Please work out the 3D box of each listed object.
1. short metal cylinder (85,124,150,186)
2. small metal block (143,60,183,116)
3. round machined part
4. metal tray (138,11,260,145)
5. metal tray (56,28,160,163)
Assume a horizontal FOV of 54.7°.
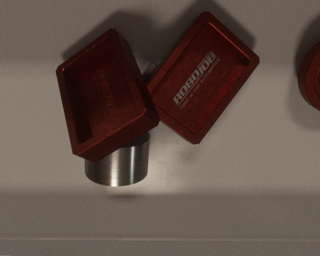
[{"bbox_3d":[-0.054,0.032,0.393,0.081,0.080,0.050,4,110,-2],"label":"short metal cylinder"},{"bbox_3d":[-0.005,-0.049,0.393,0.050,0.025,0.050,36,106,-13],"label":"small metal block"},{"bbox_3d":[0.219,-0.067,0.381,0.099,0.042,0.097,0,110,-1],"label":"round machined part"},{"bbox_3d":[0.044,-0.057,0.367,0.090,0.030,0.130,38,87,-13],"label":"metal tray"},{"bbox_3d":[-0.063,-0.038,0.343,0.090,0.130,0.030,-31,147,14],"label":"metal tray"}]
